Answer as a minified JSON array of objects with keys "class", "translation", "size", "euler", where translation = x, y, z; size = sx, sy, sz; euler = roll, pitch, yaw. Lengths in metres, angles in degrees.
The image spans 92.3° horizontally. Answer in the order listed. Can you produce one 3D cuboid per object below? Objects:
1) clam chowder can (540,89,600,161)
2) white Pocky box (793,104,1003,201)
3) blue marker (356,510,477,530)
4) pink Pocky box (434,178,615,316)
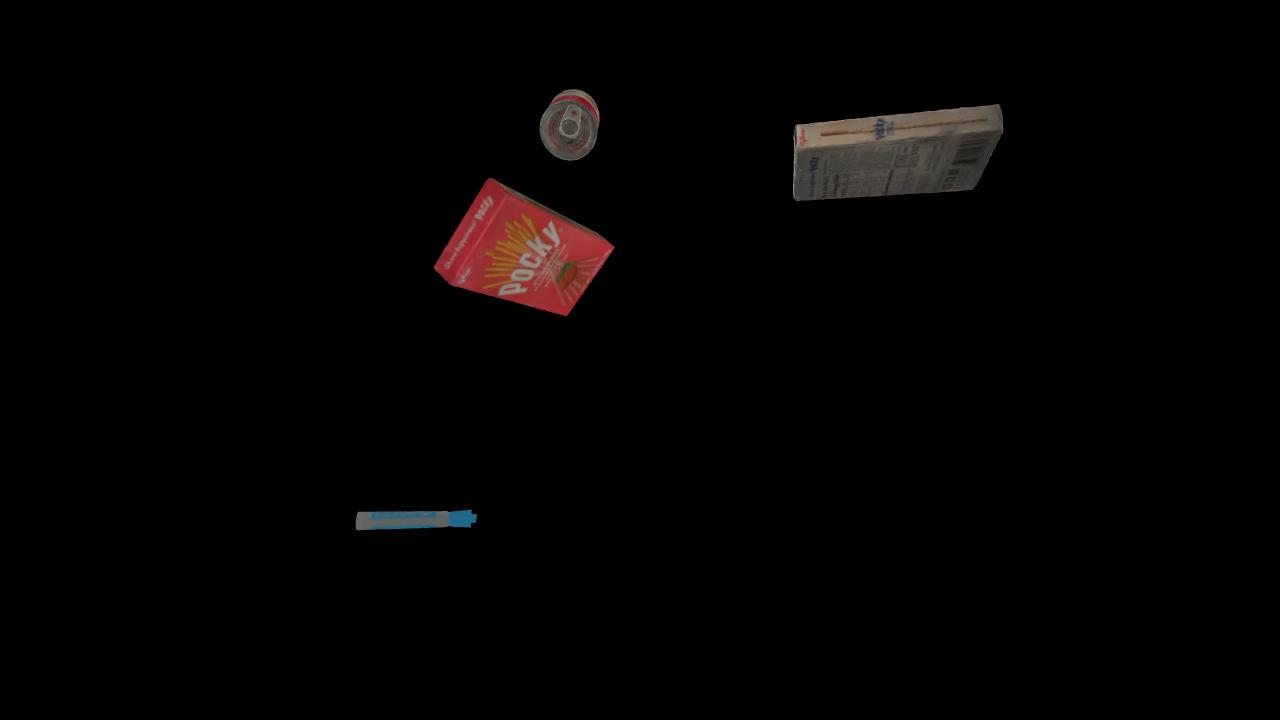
[{"class":"clam chowder can","translation":[-0.084,-0.291,0.757],"size":[0.068,0.068,0.102],"euler":[0,31,-2]},{"class":"white Pocky box","translation":[0.208,-0.170,0.518],"size":[0.154,0.028,0.084],"euler":[0,-16,13]},{"class":"blue marker","translation":[-0.237,0.171,0.658],"size":[0.121,0.020,0.020],"euler":[3,-1,-14]},{"class":"pink Pocky box","translation":[-0.091,-0.088,0.522],"size":[0.029,0.084,0.155],"euler":[43,14,26]}]
